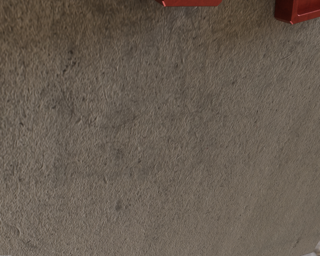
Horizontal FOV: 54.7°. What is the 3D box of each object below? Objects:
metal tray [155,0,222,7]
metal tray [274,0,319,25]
[{"bbox_3d":[0.042,-0.179,0.279,0.091,0.030,0.129,-20,142,-40],"label":"metal tray"},{"bbox_3d":[0.213,-0.194,0.399,0.131,0.030,0.089,-19,126,-17],"label":"metal tray"}]
